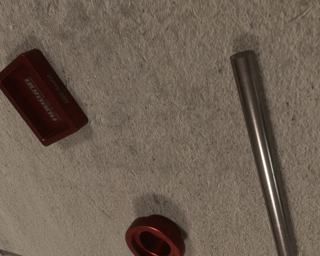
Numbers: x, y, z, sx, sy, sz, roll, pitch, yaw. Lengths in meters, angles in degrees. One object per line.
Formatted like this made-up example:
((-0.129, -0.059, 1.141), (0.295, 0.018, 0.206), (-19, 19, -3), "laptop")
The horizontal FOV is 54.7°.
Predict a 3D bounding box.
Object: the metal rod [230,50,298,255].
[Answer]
((0.131, 0.055, 0.371), (0.025, 0.025, 0.298), (-6, 116, 31), "metal rod")

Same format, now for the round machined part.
((-0.004, 0.182, 0.509), (0.098, 0.042, 0.097), (13, 124, 20), "round machined part")

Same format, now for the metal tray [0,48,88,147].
((-0.180, -0.042, 0.469), (0.090, 0.030, 0.130), (-22, 107, 36), "metal tray")
